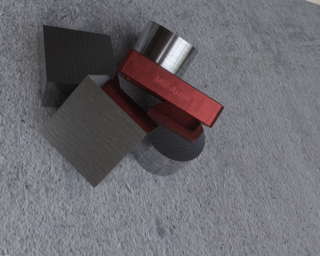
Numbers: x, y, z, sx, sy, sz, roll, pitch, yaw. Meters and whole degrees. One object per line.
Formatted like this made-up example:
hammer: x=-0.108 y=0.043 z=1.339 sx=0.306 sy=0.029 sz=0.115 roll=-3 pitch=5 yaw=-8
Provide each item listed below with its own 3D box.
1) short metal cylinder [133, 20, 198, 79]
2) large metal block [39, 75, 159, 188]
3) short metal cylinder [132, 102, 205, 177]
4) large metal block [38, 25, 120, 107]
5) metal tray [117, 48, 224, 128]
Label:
short metal cylinder: x=0.006 y=-0.106 z=0.432 sx=0.080 sy=0.050 sz=0.080 roll=31 pitch=11 yaw=-6
large metal block: x=-0.062 y=0.001 z=0.327 sx=0.080 sy=0.080 sz=0.050 roll=45 pitch=15 yaw=2
short metal cylinder: x=0.009 y=0.014 z=0.386 sx=0.081 sy=0.050 sz=0.080 roll=14 pitch=56 yaw=-21
large metal block: x=-0.101 y=-0.071 z=0.376 sx=0.081 sy=0.050 sz=0.080 roll=1 pitch=61 yaw=-28
metal tray: x=0.010 y=-0.049 z=0.400 sx=0.130 sy=0.090 sz=0.030 roll=31 pitch=92 yaw=-8
